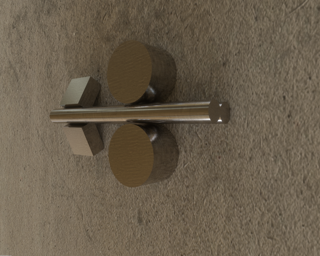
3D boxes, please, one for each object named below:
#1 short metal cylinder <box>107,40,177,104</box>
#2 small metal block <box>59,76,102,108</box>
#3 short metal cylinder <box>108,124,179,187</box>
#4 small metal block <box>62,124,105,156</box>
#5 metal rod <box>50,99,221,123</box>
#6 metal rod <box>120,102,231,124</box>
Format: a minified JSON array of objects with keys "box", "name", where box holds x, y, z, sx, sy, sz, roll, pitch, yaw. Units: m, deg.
[{"box":[-0.024,-0.071,0.410,0.080,0.050,0.079,0,90,40],"name":"short metal cylinder"},{"box":[-0.128,-0.054,0.500,0.050,0.025,0.050,0,63,40],"name":"small metal block"},{"box":[-0.022,0.034,0.408,0.080,0.050,0.079,0,90,40],"name":"short metal cylinder"},{"box":[-0.122,0.016,0.494,0.050,0.025,0.050,1,117,39],"name":"small metal block"},{"box":[-0.058,-0.019,0.422,0.300,0.025,0.025,1,90,40],"name":"metal rod"},{"box":[-0.042,-0.018,0.441,0.300,0.025,0.025,1,91,40],"name":"metal rod"}]
